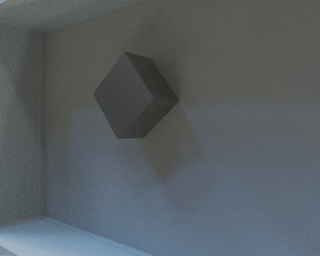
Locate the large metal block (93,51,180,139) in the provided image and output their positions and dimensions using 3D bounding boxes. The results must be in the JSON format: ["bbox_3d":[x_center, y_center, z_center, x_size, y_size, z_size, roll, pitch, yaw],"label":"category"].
[{"bbox_3d":[-0.034,-0.042,0.417,0.080,0.050,0.080,-46,63,30],"label":"large metal block"}]
